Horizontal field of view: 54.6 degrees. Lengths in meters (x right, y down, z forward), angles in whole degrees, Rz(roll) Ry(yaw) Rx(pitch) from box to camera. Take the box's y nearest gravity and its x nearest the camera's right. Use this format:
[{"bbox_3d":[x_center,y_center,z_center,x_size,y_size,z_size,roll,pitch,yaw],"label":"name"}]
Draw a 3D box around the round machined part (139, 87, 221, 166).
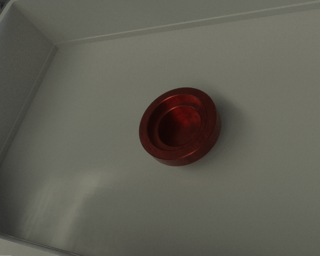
[{"bbox_3d":[0.027,0.002,0.380,0.098,0.042,0.098,-13,56,21],"label":"round machined part"}]
